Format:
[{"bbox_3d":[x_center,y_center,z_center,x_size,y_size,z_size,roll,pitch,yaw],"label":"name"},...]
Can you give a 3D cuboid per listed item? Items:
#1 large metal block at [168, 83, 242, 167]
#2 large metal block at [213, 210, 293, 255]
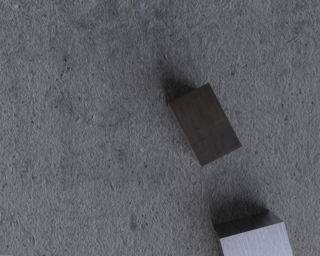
[{"bbox_3d":[0.050,-0.004,0.383,0.050,0.080,0.080,-28,90,0],"label":"large metal block"},{"bbox_3d":[0.121,0.162,0.398,0.080,0.050,0.080,-15,90,0],"label":"large metal block"}]
